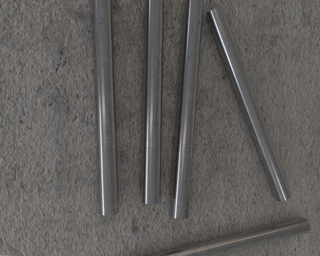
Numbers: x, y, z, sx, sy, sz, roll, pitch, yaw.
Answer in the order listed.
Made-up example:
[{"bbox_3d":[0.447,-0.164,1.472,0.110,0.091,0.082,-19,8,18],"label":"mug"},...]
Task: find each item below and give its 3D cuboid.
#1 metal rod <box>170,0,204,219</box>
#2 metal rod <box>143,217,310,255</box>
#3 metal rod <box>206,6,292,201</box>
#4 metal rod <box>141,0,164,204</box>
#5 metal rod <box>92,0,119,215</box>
[{"bbox_3d":[0.037,-0.029,0.422,0.025,0.025,0.298,5,88,-20],"label":"metal rod"},{"bbox_3d":[0.088,0.168,0.441,0.303,0.025,0.025,-6,92,-20],"label":"metal rod"},{"bbox_3d":[0.133,-0.030,0.457,0.025,0.025,0.299,-25,99,-18],"label":"metal rod"},{"bbox_3d":[-0.009,-0.053,0.405,0.025,0.025,0.298,1,90,-20],"label":"metal rod"},{"bbox_3d":[-0.068,-0.044,0.383,0.025,0.025,0.298,-2,91,-20],"label":"metal rod"}]
